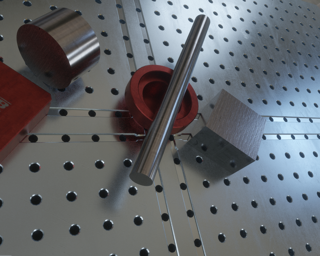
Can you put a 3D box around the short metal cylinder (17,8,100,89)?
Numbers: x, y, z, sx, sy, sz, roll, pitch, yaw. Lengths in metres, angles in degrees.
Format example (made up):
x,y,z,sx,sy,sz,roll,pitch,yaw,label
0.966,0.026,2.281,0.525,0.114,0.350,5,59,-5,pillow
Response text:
x,y,z,sx,sy,sz,roll,pitch,yaw,label
-0.119,-0.093,0.366,0.080,0.080,0.050,40,51,-1,short metal cylinder

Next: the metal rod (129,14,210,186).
x,y,z,sx,sy,sz,roll,pitch,yaw,label
0.024,-0.059,0.403,0.025,0.025,0.300,29,52,-10,metal rod

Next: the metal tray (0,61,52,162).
x,y,z,sx,sy,sz,roll,pitch,yaw,label
-0.195,-0.034,0.321,0.130,0.030,0.090,34,51,-6,metal tray

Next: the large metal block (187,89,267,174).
x,y,z,sx,sy,sz,roll,pitch,yaw,label
0.096,0.005,0.441,0.080,0.050,0.080,35,51,-6,large metal block

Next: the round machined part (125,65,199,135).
x,y,z,sx,sy,sz,roll,pitch,yaw,label
-0.001,-0.033,0.417,0.099,0.042,0.098,14,56,-21,round machined part
